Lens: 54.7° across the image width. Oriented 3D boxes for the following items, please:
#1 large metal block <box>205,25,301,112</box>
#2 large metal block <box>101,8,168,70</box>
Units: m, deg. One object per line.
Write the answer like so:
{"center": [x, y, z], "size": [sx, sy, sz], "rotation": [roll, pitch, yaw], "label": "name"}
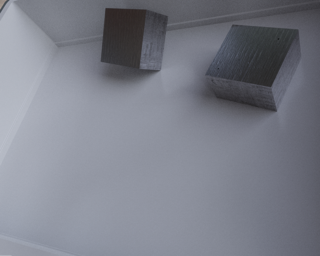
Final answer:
{"center": [0.114, -0.075, 0.376], "size": [0.080, 0.050, 0.080], "rotation": [18, 71, 35], "label": "large metal block"}
{"center": [-0.040, -0.134, 0.469], "size": [0.080, 0.050, 0.079], "rotation": [17, 106, 34], "label": "large metal block"}
